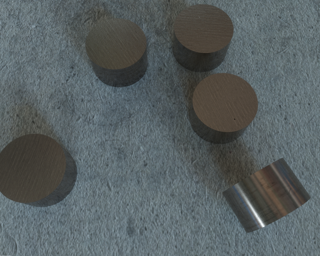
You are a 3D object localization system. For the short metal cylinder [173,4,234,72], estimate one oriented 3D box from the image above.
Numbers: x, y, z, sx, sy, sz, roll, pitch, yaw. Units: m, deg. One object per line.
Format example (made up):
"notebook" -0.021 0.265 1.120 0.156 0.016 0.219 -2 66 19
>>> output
"short metal cylinder" 0.059 -0.127 0.441 0.081 0.050 0.080 0 70 0

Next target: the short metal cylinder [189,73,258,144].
"short metal cylinder" 0.080 -0.024 0.404 0.081 0.050 0.080 0 70 0

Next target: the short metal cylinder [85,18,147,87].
"short metal cylinder" -0.058 -0.104 0.432 0.081 0.050 0.080 0 70 0

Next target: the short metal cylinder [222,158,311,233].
"short metal cylinder" 0.119 0.076 0.352 0.080 0.080 0.050 -27 73 -9

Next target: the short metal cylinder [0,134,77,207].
"short metal cylinder" -0.147 0.053 0.374 0.081 0.050 0.080 0 70 0
